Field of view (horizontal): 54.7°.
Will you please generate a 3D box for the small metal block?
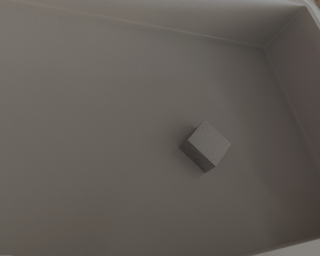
[{"bbox_3d":[0.063,0.025,0.426,0.050,0.025,0.050,44,51,1],"label":"small metal block"}]
